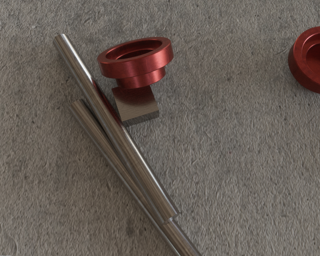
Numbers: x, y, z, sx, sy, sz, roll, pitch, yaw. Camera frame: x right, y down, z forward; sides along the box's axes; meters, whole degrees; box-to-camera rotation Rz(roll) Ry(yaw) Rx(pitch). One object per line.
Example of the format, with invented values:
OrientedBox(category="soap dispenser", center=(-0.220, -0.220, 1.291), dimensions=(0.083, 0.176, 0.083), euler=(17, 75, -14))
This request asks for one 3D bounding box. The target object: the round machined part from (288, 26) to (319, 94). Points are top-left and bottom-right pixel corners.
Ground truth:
OrientedBox(category="round machined part", center=(0.228, -0.090, 0.434), dimensions=(0.099, 0.042, 0.098), euler=(0, 70, 0))

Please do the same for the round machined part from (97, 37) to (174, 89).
OrientedBox(category="round machined part", center=(-0.030, -0.085, 0.412), dimensions=(0.098, 0.042, 0.098), euler=(-10, 29, 6))

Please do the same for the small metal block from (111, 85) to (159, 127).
OrientedBox(category="small metal block", center=(-0.033, -0.034, 0.420), dimensions=(0.050, 0.025, 0.050), euler=(-18, 71, -7))

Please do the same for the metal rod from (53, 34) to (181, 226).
OrientedBox(category="metal rod", center=(-0.066, -0.014, 0.397), dimensions=(0.025, 0.025, 0.299), euler=(-30, 67, -10))

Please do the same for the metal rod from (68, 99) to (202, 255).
OrientedBox(category="metal rod", center=(-0.021, 0.081, 0.378), dimensions=(0.025, 0.025, 0.300), euler=(-36, 74, -12))
